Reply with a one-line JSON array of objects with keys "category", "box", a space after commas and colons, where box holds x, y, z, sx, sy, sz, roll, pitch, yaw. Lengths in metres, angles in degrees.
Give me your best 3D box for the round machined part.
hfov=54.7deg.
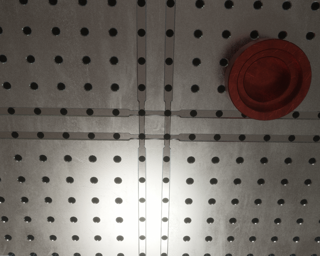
[{"category": "round machined part", "box": [0.129, -0.062, 0.383, 0.099, 0.042, 0.097, 0, 110, -1]}]
